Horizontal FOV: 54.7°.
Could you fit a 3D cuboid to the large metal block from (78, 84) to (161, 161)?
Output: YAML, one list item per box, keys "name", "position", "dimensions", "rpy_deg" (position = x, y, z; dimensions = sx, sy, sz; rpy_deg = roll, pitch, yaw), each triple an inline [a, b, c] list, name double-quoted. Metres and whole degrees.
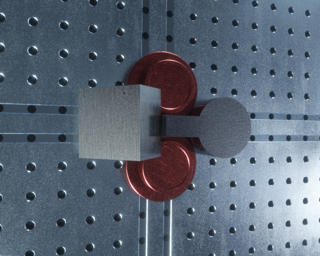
- name: "large metal block"
  position: [-0.046, -0.006, 0.360]
  dimensions: [0.050, 0.080, 0.080]
  rpy_deg: [-1, 91, -65]

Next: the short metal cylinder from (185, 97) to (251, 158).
- name: "short metal cylinder"
  position: [0.077, -0.001, 0.426]
  dimensions: [0.081, 0.050, 0.080]
  rpy_deg: [0, 90, -20]

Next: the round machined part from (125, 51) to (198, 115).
- name: "round machined part"
  position: [0.006, -0.052, 0.406]
  dimensions: [0.099, 0.042, 0.097]
  rpy_deg: [0, 90, -20]

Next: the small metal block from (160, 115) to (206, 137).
- name: "small metal block"
  position: [0.022, -0.002, 0.384]
  dimensions: [0.050, 0.050, 0.025]
  rpy_deg: [1, 90, -20]

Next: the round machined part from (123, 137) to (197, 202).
- name: "round machined part"
  position: [0.004, 0.048, 0.405]
  dimensions: [0.099, 0.042, 0.097]
  rpy_deg: [0, 90, -20]
